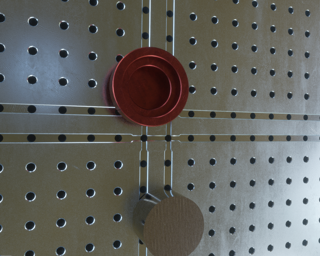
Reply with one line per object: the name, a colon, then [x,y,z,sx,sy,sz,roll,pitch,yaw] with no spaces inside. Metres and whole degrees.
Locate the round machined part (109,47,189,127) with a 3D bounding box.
round machined part: [-0.016,-0.050,0.397,0.099,0.042,0.097,0,90,-20]

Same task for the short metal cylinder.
short metal cylinder: [0.010,0.123,0.403,0.081,0.050,0.080,0,90,-20]
